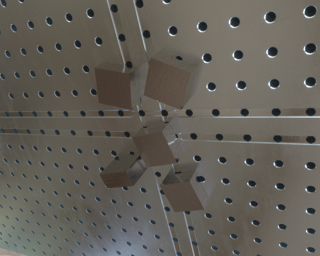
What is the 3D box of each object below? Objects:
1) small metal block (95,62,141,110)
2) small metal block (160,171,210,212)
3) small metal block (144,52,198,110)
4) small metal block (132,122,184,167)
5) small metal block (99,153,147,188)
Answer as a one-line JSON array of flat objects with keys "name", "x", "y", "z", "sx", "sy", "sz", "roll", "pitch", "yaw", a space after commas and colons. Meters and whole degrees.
[{"name": "small metal block", "x": -0.054, "y": -0.055, "z": 0.404, "sx": 0.050, "sy": 0.025, "sz": 0.050, "roll": 13, "pitch": 124, "yaw": 20}, {"name": "small metal block", "x": 0.036, "y": 0.093, "z": 0.448, "sx": 0.050, "sy": 0.025, "sz": 0.050, "roll": -16, "pitch": 111, "yaw": 34}, {"name": "small metal block", "x": 0.012, "y": -0.056, "z": 0.369, "sx": 0.050, "sy": 0.025, "sz": 0.050, "roll": 23, "pitch": 127, "yaw": 13}, {"name": "small metal block", "x": -0.003, "y": 0.024, "z": 0.426, "sx": 0.050, "sy": 0.025, "sz": 0.050, "roll": -12, "pitch": 112, "yaw": 33}, {"name": "small metal block", "x": -0.052, "y": 0.062, "z": 0.459, "sx": 0.050, "sy": 0.050, "sz": 0.025, "roll": -11, "pitch": 113, "yaw": 32}]
